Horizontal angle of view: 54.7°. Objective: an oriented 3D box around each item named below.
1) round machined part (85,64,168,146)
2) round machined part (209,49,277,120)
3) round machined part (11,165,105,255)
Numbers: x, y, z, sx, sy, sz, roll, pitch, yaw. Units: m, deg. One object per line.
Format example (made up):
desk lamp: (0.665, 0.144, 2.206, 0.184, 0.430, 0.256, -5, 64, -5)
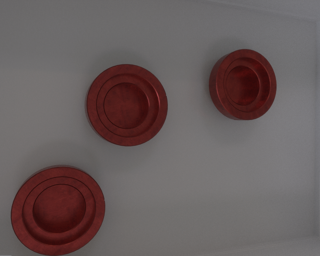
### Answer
round machined part: (-0.043, -0.027, 0.385, 0.099, 0.042, 0.097, 0, 90, -20)
round machined part: (0.113, -0.059, 0.443, 0.099, 0.042, 0.097, 0, 90, -20)
round machined part: (-0.116, 0.091, 0.359, 0.099, 0.042, 0.097, 0, 90, -20)
